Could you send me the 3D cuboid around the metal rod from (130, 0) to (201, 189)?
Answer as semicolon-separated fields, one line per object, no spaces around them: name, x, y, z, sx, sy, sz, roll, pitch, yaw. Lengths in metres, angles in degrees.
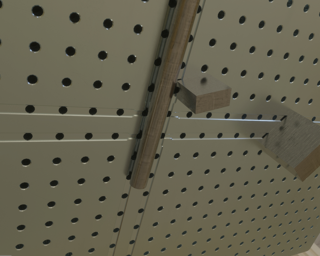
metal rod;0.006;-0.051;0.384;0.025;0.025;0.298;1;118;-30

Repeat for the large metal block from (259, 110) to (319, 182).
large metal block;0.233;0.029;0.525;0.080;0.080;0.050;-44;130;2

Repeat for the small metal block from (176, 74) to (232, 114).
small metal block;0.055;-0.045;0.399;0.050;0.050;0.025;-14;125;-21
